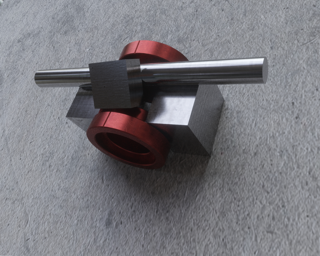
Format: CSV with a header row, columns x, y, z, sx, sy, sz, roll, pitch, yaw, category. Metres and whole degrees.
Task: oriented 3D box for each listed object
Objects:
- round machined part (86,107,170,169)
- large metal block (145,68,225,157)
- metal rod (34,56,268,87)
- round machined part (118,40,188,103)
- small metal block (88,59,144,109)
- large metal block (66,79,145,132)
x,y,z,sx,sy,sz,roll,pitch,yaw,category
-0.034,0.008,0.371,0.098,0.098,0.042,5,59,30,round machined part
0.034,-0.021,0.365,0.050,0.080,0.080,4,64,30,large metal block
-0.034,-0.061,0.358,0.300,0.025,0.025,3,63,29,metal rod
-0.009,-0.065,0.404,0.098,0.098,0.042,4,65,30,round machined part
-0.048,-0.048,0.340,0.050,0.025,0.050,1,103,30,small metal block
-0.069,-0.029,0.424,0.050,0.080,0.080,5,64,30,large metal block
